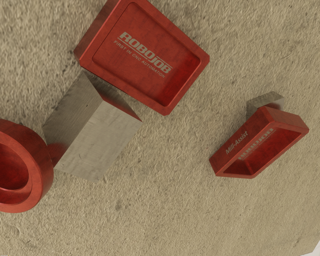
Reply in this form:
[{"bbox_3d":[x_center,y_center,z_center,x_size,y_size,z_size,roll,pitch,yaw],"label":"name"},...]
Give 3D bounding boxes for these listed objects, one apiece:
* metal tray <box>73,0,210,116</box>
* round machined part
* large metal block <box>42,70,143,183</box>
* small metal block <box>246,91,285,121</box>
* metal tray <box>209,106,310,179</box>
[{"bbox_3d":[-0.016,-0.079,0.345,0.131,0.030,0.090,29,102,-38],"label":"metal tray"},{"bbox_3d":[-0.152,0.034,0.313,0.098,0.042,0.097,5,116,11],"label":"round machined part"},{"bbox_3d":[-0.075,-0.003,0.328,0.050,0.080,0.080,31,101,-39],"label":"large metal block"},{"bbox_3d":[0.162,-0.023,0.481,0.050,0.025,0.050,-21,127,-16],"label":"small metal block"},{"bbox_3d":[0.148,0.028,0.474,0.091,0.030,0.129,10,133,-33],"label":"metal tray"}]
